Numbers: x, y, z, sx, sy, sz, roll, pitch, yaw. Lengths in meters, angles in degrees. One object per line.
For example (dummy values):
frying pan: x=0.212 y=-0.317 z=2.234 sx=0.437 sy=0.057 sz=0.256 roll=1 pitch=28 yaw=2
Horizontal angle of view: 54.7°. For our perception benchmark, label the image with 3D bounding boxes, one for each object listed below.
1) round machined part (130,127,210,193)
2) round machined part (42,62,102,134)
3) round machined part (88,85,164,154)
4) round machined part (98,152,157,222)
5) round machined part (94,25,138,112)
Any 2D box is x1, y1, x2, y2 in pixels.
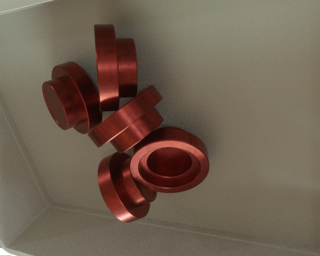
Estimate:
round machined part: x=0.012 y=0.037 z=0.398 sx=0.099 sy=0.042 sz=0.097 roll=1 pitch=131 yaw=1
round machined part: x=-0.122 y=-0.036 z=0.414 sx=0.098 sy=0.042 sz=0.097 roll=35 pitch=139 yaw=37
round machined part: x=-0.035 y=-0.006 z=0.374 sx=0.098 sy=0.098 sz=0.042 roll=-33 pitch=98 yaw=38
round machined part: x=-0.039 y=0.077 z=0.432 sx=0.042 sy=0.098 sz=0.098 roll=-26 pitch=105 yaw=18
round machined part: x=-0.051 y=-0.068 z=0.357 sx=0.042 sy=0.098 sz=0.097 roll=-4 pitch=123 yaw=-11
